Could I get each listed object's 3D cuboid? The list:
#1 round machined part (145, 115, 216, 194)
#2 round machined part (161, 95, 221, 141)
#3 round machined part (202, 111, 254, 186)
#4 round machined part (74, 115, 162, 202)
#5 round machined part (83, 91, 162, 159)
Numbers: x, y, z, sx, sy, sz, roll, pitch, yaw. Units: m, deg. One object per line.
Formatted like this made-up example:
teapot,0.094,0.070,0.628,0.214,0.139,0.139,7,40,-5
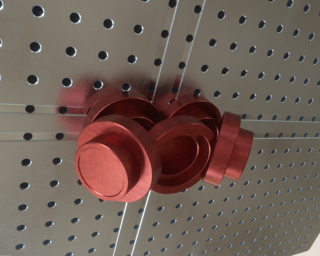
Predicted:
round machined part,0.016,0.028,0.372,0.099,0.042,0.097,-14,125,-21
round machined part,0.045,0.007,0.430,0.099,0.042,0.097,-14,125,-21
round machined part,0.090,0.030,0.404,0.042,0.098,0.097,18,115,8
round machined part,-0.051,0.038,0.331,0.042,0.098,0.097,-39,144,-55
round machined part,-0.041,0.007,0.383,0.099,0.042,0.097,-14,125,-21
